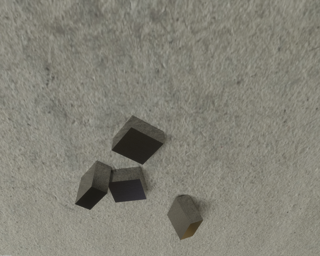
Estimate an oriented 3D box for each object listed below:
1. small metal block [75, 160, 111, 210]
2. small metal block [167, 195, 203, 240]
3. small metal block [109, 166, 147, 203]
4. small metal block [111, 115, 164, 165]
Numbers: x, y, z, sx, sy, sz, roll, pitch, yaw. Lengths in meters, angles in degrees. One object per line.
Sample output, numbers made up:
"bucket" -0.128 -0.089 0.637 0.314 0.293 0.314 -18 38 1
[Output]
"small metal block" -0.099 0.085 0.462 0.025 0.050 0.050 30 124 -23
"small metal block" 0.040 0.148 0.514 0.025 0.050 0.050 -7 136 -30
"small metal block" -0.050 0.088 0.482 0.050 0.025 0.050 -8 130 6
"small metal block" -0.030 0.017 0.422 0.050 0.025 0.050 28 124 -23
